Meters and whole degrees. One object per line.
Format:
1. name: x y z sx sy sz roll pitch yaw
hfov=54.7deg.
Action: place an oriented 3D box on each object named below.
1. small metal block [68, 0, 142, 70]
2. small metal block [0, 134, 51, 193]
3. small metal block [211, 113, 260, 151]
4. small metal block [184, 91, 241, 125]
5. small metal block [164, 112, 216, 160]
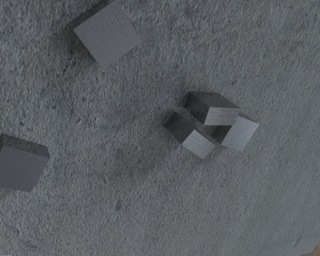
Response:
1. small metal block: -0.056 -0.097 0.316 0.050 0.025 0.050 -37 129 -4
2. small metal block: -0.159 0.040 0.345 0.050 0.025 0.050 23 106 -37
3. small metal block: 0.115 0.004 0.472 0.050 0.025 0.050 17 110 -35
4. small metal block: 0.069 -0.026 0.412 0.050 0.050 0.025 0 118 -29
5. small metal block: 0.040 0.010 0.419 0.025 0.050 0.050 -50 129 7
